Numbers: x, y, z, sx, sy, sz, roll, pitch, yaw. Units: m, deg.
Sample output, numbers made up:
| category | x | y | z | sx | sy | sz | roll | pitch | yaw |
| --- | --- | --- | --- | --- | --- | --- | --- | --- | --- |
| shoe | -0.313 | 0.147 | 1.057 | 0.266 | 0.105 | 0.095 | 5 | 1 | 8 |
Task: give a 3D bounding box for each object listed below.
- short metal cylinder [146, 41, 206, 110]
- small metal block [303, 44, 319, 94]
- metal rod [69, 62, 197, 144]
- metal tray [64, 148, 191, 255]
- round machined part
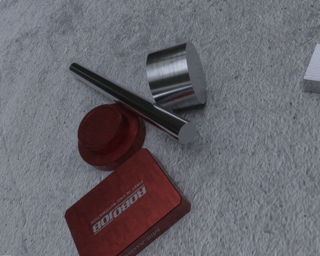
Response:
| category | x | y | z | sx | sy | sz | roll | pitch | yaw |
| --- | --- | --- | --- | --- | --- | --- | --- | --- | --- |
| short metal cylinder | 0.023 | -0.065 | 0.395 | 0.050 | 0.080 | 0.080 | -11 | 57 | 22 |
| small metal block | 0.193 | -0.063 | 0.342 | 0.050 | 0.025 | 0.050 | 16 | 70 | 34 |
| metal rod | -0.059 | -0.049 | 0.433 | 0.025 | 0.025 | 0.300 | -50 | 43 | -7 |
| metal tray | -0.041 | 0.097 | 0.362 | 0.130 | 0.030 | 0.090 | -40 | 51 | 1 |
| round machined part | -0.073 | 0.006 | 0.426 | 0.098 | 0.042 | 0.098 | -13 | 56 | 20 |
